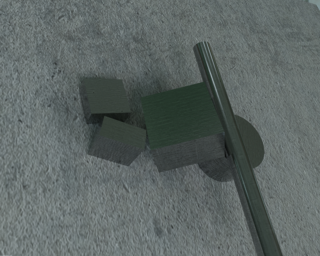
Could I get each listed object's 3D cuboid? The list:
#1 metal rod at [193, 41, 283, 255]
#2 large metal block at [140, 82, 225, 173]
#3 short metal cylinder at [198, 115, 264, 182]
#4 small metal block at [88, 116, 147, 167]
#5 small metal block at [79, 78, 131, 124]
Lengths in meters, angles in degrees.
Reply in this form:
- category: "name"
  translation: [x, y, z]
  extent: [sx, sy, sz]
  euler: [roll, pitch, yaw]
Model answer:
- category: "metal rod"
  translation: [0.089, 0.016, 0.379]
  extent: [0.025, 0.025, 0.299]
  euler: [2, 61, -28]
- category: "large metal block"
  translation: [0.026, -0.002, 0.373]
  extent: [0.080, 0.050, 0.080]
  euler: [-14, 52, 1]
- category: "short metal cylinder"
  translation: [0.093, 0.028, 0.423]
  extent: [0.081, 0.050, 0.080]
  euler: [14, 56, -21]
- category: "small metal block"
  translation: [-0.049, 0.017, 0.352]
  extent: [0.050, 0.050, 0.025]
  euler: [19, 55, -17]
- category: "small metal block"
  translation: [-0.069, -0.034, 0.388]
  extent: [0.050, 0.025, 0.050]
  euler: [-3, 64, -30]
